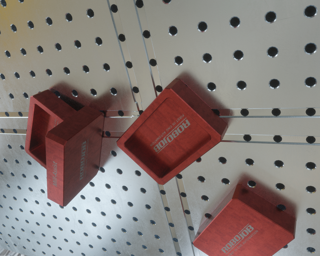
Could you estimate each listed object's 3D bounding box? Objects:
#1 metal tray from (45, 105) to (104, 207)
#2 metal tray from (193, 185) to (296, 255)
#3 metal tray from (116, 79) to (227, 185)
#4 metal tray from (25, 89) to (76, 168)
[{"bbox_3d":[-0.125,0.042,0.458,0.030,0.090,0.129,24,127,14],"label":"metal tray"},{"bbox_3d":[0.115,0.149,0.439,0.090,0.030,0.129,32,128,6],"label":"metal tray"},{"bbox_3d":[0.011,0.010,0.407,0.090,0.030,0.129,43,129,-3],"label":"metal tray"},{"bbox_3d":[-0.168,0.015,0.494,0.090,0.030,0.129,36,130,12],"label":"metal tray"}]
